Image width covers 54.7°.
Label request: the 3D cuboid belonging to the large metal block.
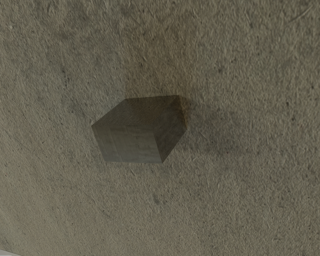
[{"bbox_3d":[-0.022,0.000,0.383,0.080,0.080,0.050,-1,118,28],"label":"large metal block"}]
